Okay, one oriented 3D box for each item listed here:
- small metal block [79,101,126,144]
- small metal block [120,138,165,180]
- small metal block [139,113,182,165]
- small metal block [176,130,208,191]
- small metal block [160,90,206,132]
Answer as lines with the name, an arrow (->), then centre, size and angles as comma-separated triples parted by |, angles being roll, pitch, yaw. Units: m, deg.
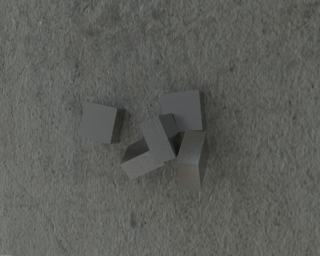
small metal block -> -0.081, -0.008, 0.436 | 0.050, 0.025, 0.050 | 13, 94, 19
small metal block -> -0.019, 0.034, 0.398 | 0.050, 0.050, 0.025 | -26, 108, 18
small metal block -> 0.005, 0.012, 0.367 | 0.025, 0.050, 0.050 | -23, 89, 20
small metal block -> 0.040, 0.039, 0.370 | 0.025, 0.050, 0.050 | 5, 135, 17
small metal block -> 0.030, -0.020, 0.398 | 0.050, 0.025, 0.050 | -5, 88, 19
